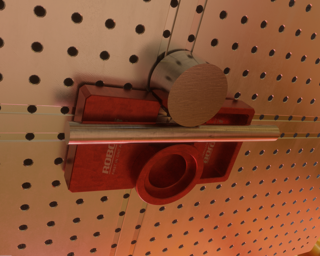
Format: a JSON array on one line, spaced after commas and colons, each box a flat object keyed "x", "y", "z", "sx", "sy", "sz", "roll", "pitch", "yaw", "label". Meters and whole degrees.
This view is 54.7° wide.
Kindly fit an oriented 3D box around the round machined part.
[{"x": 0.007, "y": 0.053, "z": 0.420, "sx": 0.099, "sy": 0.042, "sz": 0.097, "roll": -14, "pitch": 124, "yaw": -21, "label": "round machined part"}]

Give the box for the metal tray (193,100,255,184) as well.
[{"x": 0.077, "y": 0.022, "z": 0.459, "sx": 0.091, "sy": 0.030, "sz": 0.129, "roll": 1, "pitch": 118, "yaw": -29, "label": "metal tray"}]

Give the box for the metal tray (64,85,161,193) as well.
[{"x": -0.060, "y": 0.016, "z": 0.379, "sx": 0.091, "sy": 0.030, "sz": 0.129, "roll": 3, "pitch": 117, "yaw": -30, "label": "metal tray"}]

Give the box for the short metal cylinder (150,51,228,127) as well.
[{"x": 0.035, "y": -0.048, "z": 0.379, "sx": 0.081, "sy": 0.050, "sz": 0.079, "roll": -14, "pitch": 124, "yaw": -21, "label": "short metal cylinder"}]

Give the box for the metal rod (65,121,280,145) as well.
[{"x": 0.037, "y": 0.006, "z": 0.391, "sx": 0.303, "sy": 0.025, "sz": 0.025, "roll": 0, "pitch": 118, "yaw": -29, "label": "metal rod"}]
